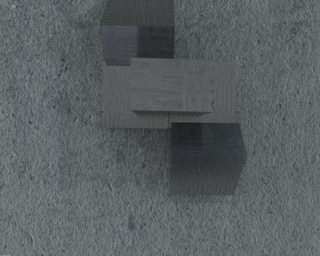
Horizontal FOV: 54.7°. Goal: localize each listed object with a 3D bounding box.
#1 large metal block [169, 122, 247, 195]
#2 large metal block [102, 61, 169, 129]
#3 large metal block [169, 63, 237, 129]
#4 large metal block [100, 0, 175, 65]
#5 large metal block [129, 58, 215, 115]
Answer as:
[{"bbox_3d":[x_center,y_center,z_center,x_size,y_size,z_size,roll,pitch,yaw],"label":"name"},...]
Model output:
[{"bbox_3d":[0.053,0.039,0.378,0.081,0.079,0.050,0,46,-1],"label":"large metal block"},{"bbox_3d":[-0.029,-0.040,0.397,0.081,0.050,0.079,1,90,-1],"label":"large metal block"},{"bbox_3d":[0.052,-0.039,0.398,0.081,0.050,0.079,1,90,-1],"label":"large metal block"},{"bbox_3d":[-0.024,-0.121,0.377,0.081,0.050,0.080,1,46,0],"label":"large metal block"},{"bbox_3d":[0.012,-0.041,0.334,0.081,0.080,0.050,1,90,-1],"label":"large metal block"}]
